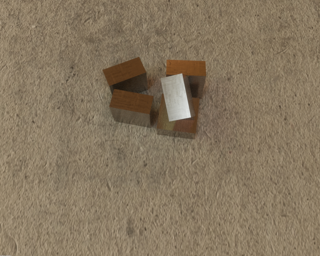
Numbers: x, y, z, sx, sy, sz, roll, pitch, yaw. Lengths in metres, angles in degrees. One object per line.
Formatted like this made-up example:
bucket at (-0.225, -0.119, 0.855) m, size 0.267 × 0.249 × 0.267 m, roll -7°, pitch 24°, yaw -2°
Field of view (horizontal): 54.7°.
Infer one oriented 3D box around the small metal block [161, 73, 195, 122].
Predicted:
small metal block at (0.023, -0.036, 0.371) m, size 0.025 × 0.050 × 0.050 m, roll -11°, pitch 91°, yaw 13°

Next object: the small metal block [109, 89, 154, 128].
small metal block at (-0.035, -0.024, 0.403) m, size 0.050 × 0.050 × 0.025 m, roll 11°, pitch 71°, yaw 4°

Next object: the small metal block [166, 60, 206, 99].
small metal block at (0.033, -0.065, 0.417) m, size 0.050 × 0.050 × 0.025 m, roll 2°, pitch 60°, yaw 1°

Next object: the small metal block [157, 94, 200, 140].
small metal block at (0.024, -0.015, 0.414) m, size 0.050 × 0.025 × 0.050 m, roll 8°, pitch 70°, yaw 2°

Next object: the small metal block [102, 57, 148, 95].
small metal block at (-0.045, -0.064, 0.418) m, size 0.050 × 0.050 × 0.025 m, roll -22°, pitch 72°, yaw -8°
